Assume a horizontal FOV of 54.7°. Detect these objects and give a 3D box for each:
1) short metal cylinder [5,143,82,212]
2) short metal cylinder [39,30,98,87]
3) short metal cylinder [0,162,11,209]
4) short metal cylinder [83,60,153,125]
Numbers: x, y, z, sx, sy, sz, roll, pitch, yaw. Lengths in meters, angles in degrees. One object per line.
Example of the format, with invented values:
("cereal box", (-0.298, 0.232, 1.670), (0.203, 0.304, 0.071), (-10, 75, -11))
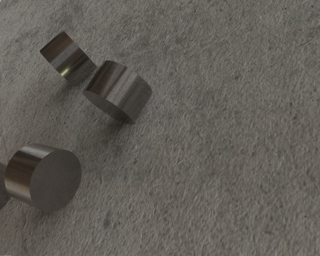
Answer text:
("short metal cylinder", (-0.151, 0.063, 0.407), (0.050, 0.080, 0.080), (9, 66, 32))
("short metal cylinder", (-0.151, -0.115, 0.516), (0.050, 0.080, 0.080), (-43, 51, -2))
("short metal cylinder", (-0.270, 0.086, 0.474), (0.080, 0.050, 0.080), (-13, 56, 20))
("short metal cylinder", (-0.058, -0.048, 0.426), (0.080, 0.080, 0.050), (21, 73, 35))
